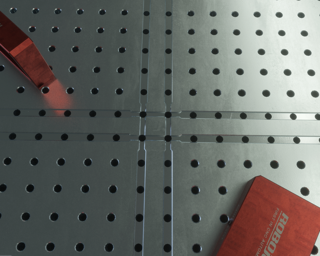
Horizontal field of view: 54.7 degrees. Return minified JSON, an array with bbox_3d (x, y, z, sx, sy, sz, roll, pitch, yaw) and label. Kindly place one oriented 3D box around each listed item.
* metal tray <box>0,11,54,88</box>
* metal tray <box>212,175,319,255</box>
[{"bbox_3d":[-0.209,-0.121,0.418,0.130,0.090,0.030,42,75,13],"label":"metal tray"},{"bbox_3d":[0.123,0.133,0.362,0.090,0.030,0.130,29,72,10],"label":"metal tray"}]
